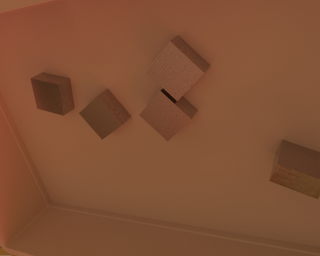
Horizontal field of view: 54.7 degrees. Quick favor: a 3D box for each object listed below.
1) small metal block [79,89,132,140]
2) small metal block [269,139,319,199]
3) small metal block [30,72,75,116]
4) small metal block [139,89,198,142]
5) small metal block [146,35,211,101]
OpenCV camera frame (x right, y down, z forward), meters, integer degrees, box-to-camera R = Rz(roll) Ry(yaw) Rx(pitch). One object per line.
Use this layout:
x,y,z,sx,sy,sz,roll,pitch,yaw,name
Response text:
-0.077,-0.019,0.436,0.050,0.025,0.050,-33,100,38,small metal block
0.152,0.043,0.339,0.050,0.050,0.025,20,126,16,small metal block
-0.158,-0.051,0.458,0.050,0.025,0.050,14,124,20,small metal block
0.010,-0.019,0.390,0.050,0.025,0.050,43,129,-2,small metal block
0.021,-0.068,0.355,0.050,0.025,0.050,43,129,-2,small metal block
